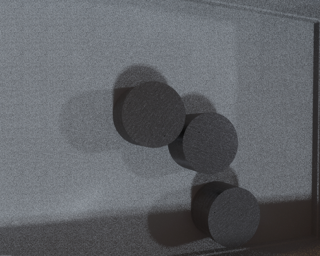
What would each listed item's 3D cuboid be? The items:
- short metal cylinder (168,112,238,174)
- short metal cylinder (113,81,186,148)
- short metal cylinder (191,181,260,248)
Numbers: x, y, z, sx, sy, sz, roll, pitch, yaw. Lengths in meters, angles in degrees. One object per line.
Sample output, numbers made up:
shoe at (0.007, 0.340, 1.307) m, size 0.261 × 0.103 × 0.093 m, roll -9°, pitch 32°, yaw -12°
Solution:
short metal cylinder at (0.057, 0.020, 0.420) m, size 0.081 × 0.050 × 0.079 m, roll 0°, pitch 90°, yaw -21°
short metal cylinder at (-0.015, -0.016, 0.393) m, size 0.081 × 0.050 × 0.079 m, roll 0°, pitch 90°, yaw -21°
short metal cylinder at (0.091, 0.118, 0.432) m, size 0.081 × 0.050 × 0.079 m, roll 0°, pitch 90°, yaw -21°
